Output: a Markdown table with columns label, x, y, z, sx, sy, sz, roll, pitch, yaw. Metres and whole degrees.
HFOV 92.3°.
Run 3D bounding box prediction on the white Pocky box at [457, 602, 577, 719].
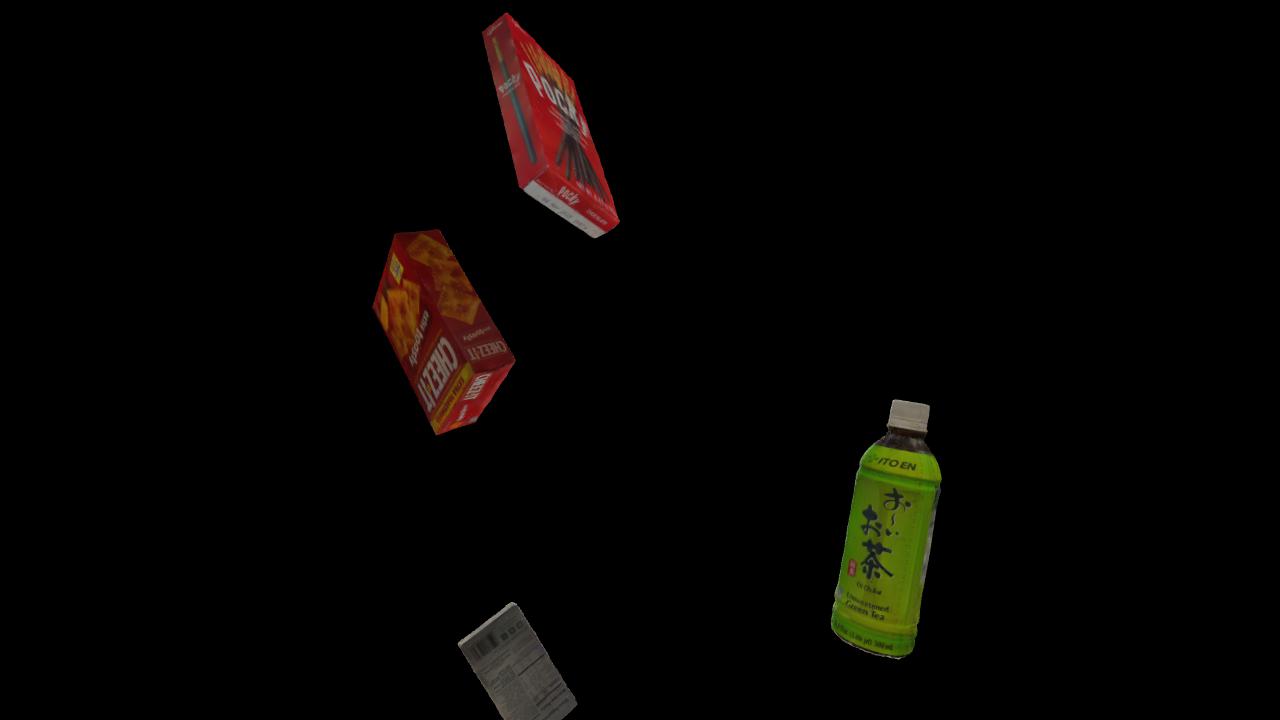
| label | x | y | z | sx | sy | sz | roll | pitch | yaw |
| --- | --- | --- | --- | --- | --- | --- | --- | --- | --- |
| white Pocky box | -0.153 | 0.394 | 0.772 | 0.084 | 0.154 | 0.028 | -32 | 2 | -27 |

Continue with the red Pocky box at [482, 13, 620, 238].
| label | x | y | z | sx | sy | sz | roll | pitch | yaw |
| --- | --- | --- | --- | --- | --- | --- | --- | --- | --- |
| red Pocky box | -0.065 | -0.168 | 0.441 | 0.028 | 0.155 | 0.083 | -29 | -27 | 23 |

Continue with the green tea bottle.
| label | x | y | z | sx | sy | sz | roll | pitch | yaw |
| --- | --- | --- | --- | --- | --- | --- | --- | --- | --- |
| green tea bottle | 0.219 | 0.140 | 0.535 | 0.073 | 0.212 | 0.073 | 12 | -2 | 0 |

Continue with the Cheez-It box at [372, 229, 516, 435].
| label | x | y | z | sx | sy | sz | roll | pitch | yaw |
| --- | --- | --- | --- | --- | --- | --- | --- | --- | --- |
| Cheez-It box | -0.269 | -0.036 | 0.819 | 0.071 | 0.223 | 0.166 | -19 | -20 | -42 |
